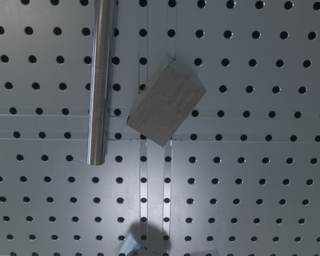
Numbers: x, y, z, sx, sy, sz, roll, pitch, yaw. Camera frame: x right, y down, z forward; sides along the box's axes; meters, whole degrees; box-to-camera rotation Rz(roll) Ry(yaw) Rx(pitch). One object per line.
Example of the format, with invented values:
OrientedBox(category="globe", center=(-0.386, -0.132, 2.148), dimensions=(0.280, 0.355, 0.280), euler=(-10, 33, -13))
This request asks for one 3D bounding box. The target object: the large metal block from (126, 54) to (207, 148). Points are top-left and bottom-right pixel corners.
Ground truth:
OrientedBox(category="large metal block", center=(0.006, -0.035, 0.371), dimensions=(0.050, 0.080, 0.080), euler=(33, 107, -12))

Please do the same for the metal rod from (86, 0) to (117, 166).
OrientedBox(category="metal rod", center=(-0.070, -0.092, 0.378), dimensions=(0.025, 0.025, 0.298), euler=(7, 110, -3))

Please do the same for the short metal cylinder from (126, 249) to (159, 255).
OrientedBox(category="short metal cylinder", center=(-0.027, 0.233, 0.470), dimensions=(0.080, 0.080, 0.050), euler=(24, 108, -9))
